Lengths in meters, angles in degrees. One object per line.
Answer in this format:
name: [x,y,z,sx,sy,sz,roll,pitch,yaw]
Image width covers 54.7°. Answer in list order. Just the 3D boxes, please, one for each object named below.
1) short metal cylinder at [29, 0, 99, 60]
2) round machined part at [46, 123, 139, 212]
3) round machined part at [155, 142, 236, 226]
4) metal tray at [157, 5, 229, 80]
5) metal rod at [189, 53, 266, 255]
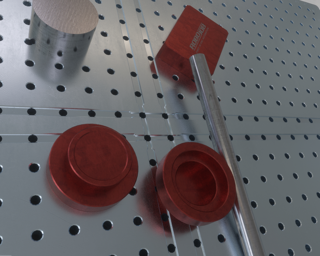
short metal cylinder: [-0.127,-0.137,0.407,0.081,0.050,0.080,14,56,-21]
round machined part: [-0.069,0.037,0.338,0.099,0.042,0.098,14,56,-21]
round machined part: [0.039,0.069,0.376,0.099,0.042,0.098,14,56,-21]
metal tray: [0.059,-0.144,0.525,0.090,0.030,0.130,31,52,-8]
metal rod: [0.087,0.033,0.416,0.025,0.025,0.299,-2,69,-29]
